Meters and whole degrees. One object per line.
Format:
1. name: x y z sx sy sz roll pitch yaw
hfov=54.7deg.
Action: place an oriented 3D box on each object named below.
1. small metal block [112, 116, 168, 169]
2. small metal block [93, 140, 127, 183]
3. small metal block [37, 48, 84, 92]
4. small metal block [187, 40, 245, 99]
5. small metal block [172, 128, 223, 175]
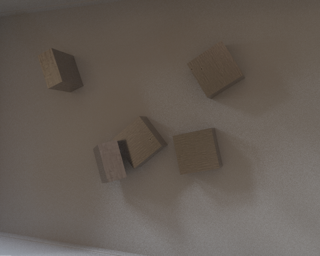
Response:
1. small metal block: -0.027 0.019 0.419 0.050 0.025 0.050 -40 78 15
2. small metal block: -0.069 0.046 0.418 0.025 0.050 0.050 -14 84 -21
3. small metal block: -0.142 -0.082 0.446 0.025 0.050 0.050 -22 83 18
4. small metal block: 0.070 -0.071 0.386 0.050 0.025 0.050 -32 80 17
5. small metal block: 0.048 0.029 0.393 0.050 0.025 0.050 -13 86 19
